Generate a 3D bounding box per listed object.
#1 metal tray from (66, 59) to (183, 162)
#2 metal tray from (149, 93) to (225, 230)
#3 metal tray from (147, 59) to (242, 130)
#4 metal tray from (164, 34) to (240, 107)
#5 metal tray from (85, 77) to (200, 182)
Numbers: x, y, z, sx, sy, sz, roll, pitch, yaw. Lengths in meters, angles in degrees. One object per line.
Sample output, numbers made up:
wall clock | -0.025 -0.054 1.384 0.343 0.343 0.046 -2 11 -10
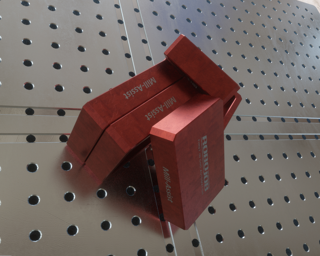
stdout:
metal tray | -0.039 -0.021 0.359 0.030 0.090 0.131 49 51 5
metal tray | 0.037 0.038 0.347 0.030 0.129 0.091 18 40 36
metal tray | 0.053 -0.056 0.468 0.130 0.030 0.090 40 51 -2
metal tray | 0.052 -0.069 0.407 0.090 0.030 0.130 43 6 1
metal tray | -0.017 0.000 0.356 0.030 0.090 0.131 49 51 5
